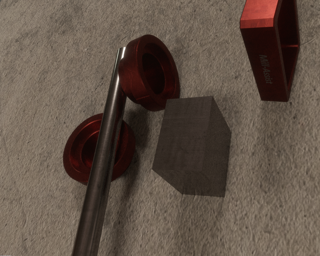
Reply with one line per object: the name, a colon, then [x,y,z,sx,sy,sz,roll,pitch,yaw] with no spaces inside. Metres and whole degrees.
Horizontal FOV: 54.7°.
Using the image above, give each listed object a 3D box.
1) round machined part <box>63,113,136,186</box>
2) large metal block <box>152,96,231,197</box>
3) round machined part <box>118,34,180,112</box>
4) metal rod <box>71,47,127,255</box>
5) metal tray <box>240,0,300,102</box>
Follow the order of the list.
round machined part: [-0.075,0.032,0.411,0.098,0.042,0.098,-13,56,20]
large metal block: [0.039,0.022,0.334,0.050,0.080,0.080,-2,61,27]
round machined part: [-0.017,-0.069,0.408,0.042,0.098,0.098,-13,56,32]
metal rod: [-0.063,0.025,0.366,0.025,0.025,0.299,-7,58,24]
metal tray: [0.123,-0.098,0.332,0.030,0.130,0.090,7,65,31]
